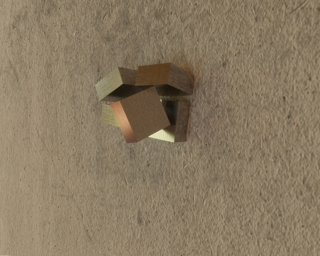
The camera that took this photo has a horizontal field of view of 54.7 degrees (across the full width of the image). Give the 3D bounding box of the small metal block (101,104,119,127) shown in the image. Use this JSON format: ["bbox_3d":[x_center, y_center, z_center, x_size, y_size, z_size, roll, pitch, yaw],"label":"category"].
[{"bbox_3d":[-0.044,-0.016,0.425,0.050,0.050,0.025,15,100,39],"label":"small metal block"}]

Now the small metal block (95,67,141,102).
[{"bbox_3d":[-0.052,-0.058,0.432,0.050,0.050,0.025,-29,72,36],"label":"small metal block"}]

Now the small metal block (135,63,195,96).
[{"bbox_3d":[0.006,-0.058,0.381,0.050,0.050,0.025,3,82,40],"label":"small metal block"}]

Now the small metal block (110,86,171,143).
[{"bbox_3d":[-0.022,-0.016,0.362,0.025,0.050,0.050,-10,105,56],"label":"small metal block"}]

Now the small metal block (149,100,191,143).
[{"bbox_3d":[0.009,-0.011,0.398,0.050,0.025,0.050,11,97,39],"label":"small metal block"}]
